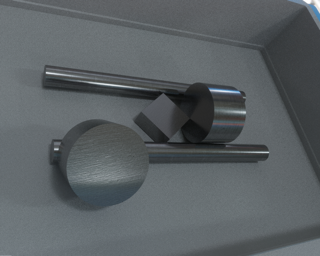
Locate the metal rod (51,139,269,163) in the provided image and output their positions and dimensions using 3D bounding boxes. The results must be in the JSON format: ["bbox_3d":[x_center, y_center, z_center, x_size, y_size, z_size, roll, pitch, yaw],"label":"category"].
[{"bbox_3d":[0.020,0.031,0.397,0.303,0.025,0.025,3,61,-27],"label":"metal rod"}]

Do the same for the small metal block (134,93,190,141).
[{"bbox_3d":[0.003,-0.011,0.413,0.050,0.025,0.050,44,51,2],"label":"small metal block"}]

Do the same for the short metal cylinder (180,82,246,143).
[{"bbox_3d":[0.069,-0.019,0.420,0.050,0.080,0.080,2,61,-28],"label":"short metal cylinder"}]

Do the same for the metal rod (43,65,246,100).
[{"bbox_3d":[-0.003,-0.055,0.437,0.303,0.025,0.025,3,61,-27],"label":"metal rod"}]

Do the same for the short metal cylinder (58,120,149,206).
[{"bbox_3d":[-0.058,0.033,0.315,0.081,0.050,0.079,-3,97,-27],"label":"short metal cylinder"}]
